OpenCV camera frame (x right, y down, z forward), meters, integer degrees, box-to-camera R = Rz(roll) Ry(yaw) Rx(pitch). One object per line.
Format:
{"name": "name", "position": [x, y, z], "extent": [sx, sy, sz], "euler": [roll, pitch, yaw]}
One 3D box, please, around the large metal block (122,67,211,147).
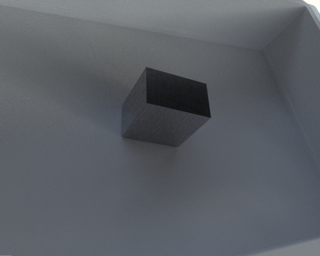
{"name": "large metal block", "position": [0.005, -0.022, 0.385], "extent": [0.081, 0.080, 0.050], "euler": [12, 57, -22]}
